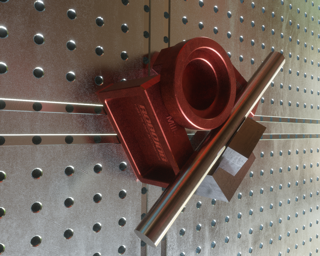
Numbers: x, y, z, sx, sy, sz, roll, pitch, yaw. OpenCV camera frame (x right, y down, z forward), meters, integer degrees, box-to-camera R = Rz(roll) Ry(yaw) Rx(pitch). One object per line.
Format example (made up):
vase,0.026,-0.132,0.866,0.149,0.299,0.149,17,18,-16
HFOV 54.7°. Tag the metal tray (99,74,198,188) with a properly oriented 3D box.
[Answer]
metal tray,-0.011,0.008,0.359,0.030,0.090,0.129,-36,113,-34

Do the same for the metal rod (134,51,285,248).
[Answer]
metal rod,0.074,0.003,0.355,0.301,0.025,0.025,-48,119,-29

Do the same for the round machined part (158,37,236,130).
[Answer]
round machined part,0.037,-0.047,0.341,0.099,0.042,0.097,0,90,-40

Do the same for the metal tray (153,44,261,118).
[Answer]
metal tray,0.065,-0.061,0.422,0.130,0.090,0.030,38,68,-34

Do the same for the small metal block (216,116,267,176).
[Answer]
small metal block,0.096,0.023,0.369,0.025,0.050,0.050,33,61,13

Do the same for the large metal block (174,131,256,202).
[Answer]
large metal block,0.072,0.049,0.432,0.080,0.080,0.050,-49,120,-29
